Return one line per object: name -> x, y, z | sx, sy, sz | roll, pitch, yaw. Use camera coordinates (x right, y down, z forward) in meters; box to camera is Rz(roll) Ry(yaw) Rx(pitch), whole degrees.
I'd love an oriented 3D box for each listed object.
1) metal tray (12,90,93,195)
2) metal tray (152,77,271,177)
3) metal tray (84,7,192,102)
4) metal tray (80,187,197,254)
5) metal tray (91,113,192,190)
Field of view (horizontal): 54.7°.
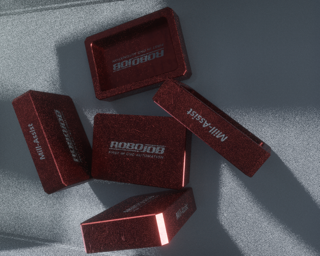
metal tray -> -0.136, 0.017, 0.420 | 0.030, 0.090, 0.129 | -26, 82, 17
metal tray -> 0.062, -0.004, 0.351 | 0.130, 0.090, 0.030 | 40, 103, 15
metal tray -> -0.031, -0.095, 0.416 | 0.130, 0.030, 0.090 | -14, 85, 19
metal tray -> -0.017, 0.101, 0.357 | 0.090, 0.130, 0.030 | -13, 86, 19
metal tray -> -0.026, 0.028, 0.413 | 0.130, 0.030, 0.089 | 4, 91, 19
